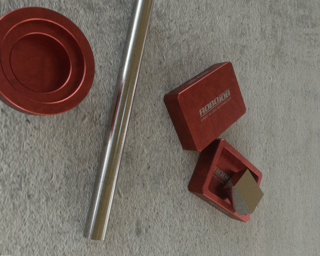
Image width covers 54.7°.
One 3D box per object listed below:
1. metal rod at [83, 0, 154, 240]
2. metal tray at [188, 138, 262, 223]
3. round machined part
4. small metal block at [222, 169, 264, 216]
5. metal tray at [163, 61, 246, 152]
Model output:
[{"bbox_3d":[-0.046,-0.023,0.367,0.025,0.025,0.299,18,79,-39],"label":"metal rod"},{"bbox_3d":[0.109,0.085,0.495,0.130,0.030,0.090,38,67,-34],"label":"metal tray"},{"bbox_3d":[-0.117,-0.060,0.297,0.099,0.042,0.097,0,90,-40],"label":"round machined part"},{"bbox_3d":[0.132,0.101,0.487,0.050,0.025,0.050,-36,95,-44],"label":"small metal block"},{"bbox_3d":[0.072,-0.035,0.465,0.131,0.030,0.090,-35,112,-35],"label":"metal tray"}]
